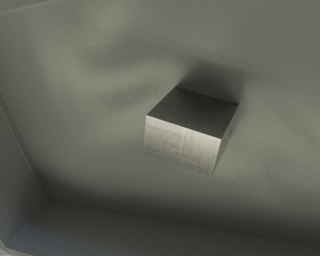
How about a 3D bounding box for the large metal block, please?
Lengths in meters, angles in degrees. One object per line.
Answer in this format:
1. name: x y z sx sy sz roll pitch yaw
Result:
1. large metal block: 0.037 0.000 0.353 0.080 0.080 0.050 19 126 17
